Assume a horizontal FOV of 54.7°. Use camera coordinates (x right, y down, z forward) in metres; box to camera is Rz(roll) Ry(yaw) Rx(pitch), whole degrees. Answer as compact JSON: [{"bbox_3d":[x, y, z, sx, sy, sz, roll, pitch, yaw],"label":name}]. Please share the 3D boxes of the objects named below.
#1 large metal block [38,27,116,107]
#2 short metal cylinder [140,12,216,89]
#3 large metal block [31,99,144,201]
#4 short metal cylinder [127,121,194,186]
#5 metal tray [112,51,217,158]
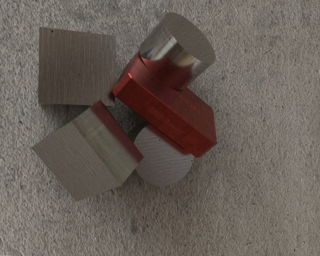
[{"bbox_3d":[-0.097,-0.065,0.359,0.081,0.050,0.080,1,90,-20],"label":"large metal block"},{"bbox_3d":[0.022,-0.095,0.384,0.080,0.050,0.080,28,41,-27],"label":"short metal cylinder"},{"bbox_3d":[-0.080,0.027,0.344,0.080,0.080,0.050,55,38,-12],"label":"large metal block"},{"bbox_3d":[-0.003,0.030,0.397,0.081,0.050,0.080,0,90,-20],"label":"short metal cylinder"},{"bbox_3d":[0.011,-0.031,0.381,0.130,0.090,0.030,37,118,-16],"label":"metal tray"}]
